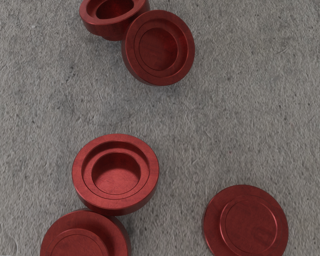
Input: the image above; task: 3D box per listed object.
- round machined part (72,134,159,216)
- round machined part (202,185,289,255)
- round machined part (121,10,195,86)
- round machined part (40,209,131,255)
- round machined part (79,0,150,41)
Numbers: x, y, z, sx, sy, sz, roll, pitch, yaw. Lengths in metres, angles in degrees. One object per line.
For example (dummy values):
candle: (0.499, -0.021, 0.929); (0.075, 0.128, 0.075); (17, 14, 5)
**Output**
round machined part: (-0.051, 0.058, 0.368); (0.099, 0.042, 0.098); (3, 53, -4)
round machined part: (0.100, 0.114, 0.358); (0.099, 0.042, 0.098); (0, 70, 0)
round machined part: (-0.005, -0.106, 0.422); (0.099, 0.042, 0.097); (-2, 95, -23)
round machined part: (-0.083, 0.139, 0.335); (0.099, 0.042, 0.097); (0, 84, 4)
round machined part: (-0.062, -0.164, 0.449); (0.098, 0.042, 0.098); (-6, 55, 9)
